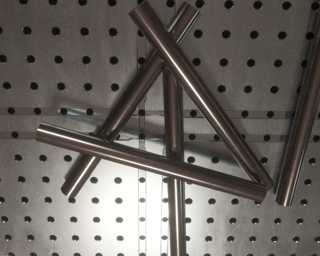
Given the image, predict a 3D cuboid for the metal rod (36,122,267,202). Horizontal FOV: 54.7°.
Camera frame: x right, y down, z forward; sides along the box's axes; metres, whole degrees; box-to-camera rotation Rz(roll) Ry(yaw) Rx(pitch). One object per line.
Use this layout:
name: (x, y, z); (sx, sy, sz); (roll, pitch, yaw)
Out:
metal rod: (-0.006, 0.046, 0.402); (0.302, 0.025, 0.025); (16, 109, -7)

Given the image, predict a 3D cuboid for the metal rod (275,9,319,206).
metal rod: (0.193, -0.031, 0.404); (0.025, 0.025, 0.298); (4, 110, -2)

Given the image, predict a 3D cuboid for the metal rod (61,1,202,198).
metal rod: (-0.046, -0.025, 0.403); (0.025, 0.025, 0.299); (33, 106, -12)

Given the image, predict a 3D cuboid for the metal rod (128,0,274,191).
metal rod: (0.064, -0.023, 0.388); (0.025, 0.025, 0.300); (-35, 113, 12)

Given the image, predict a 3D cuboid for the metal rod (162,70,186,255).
metal rod: (0.022, 0.068, 0.438); (0.025, 0.025, 0.298); (-3, 110, 0)
